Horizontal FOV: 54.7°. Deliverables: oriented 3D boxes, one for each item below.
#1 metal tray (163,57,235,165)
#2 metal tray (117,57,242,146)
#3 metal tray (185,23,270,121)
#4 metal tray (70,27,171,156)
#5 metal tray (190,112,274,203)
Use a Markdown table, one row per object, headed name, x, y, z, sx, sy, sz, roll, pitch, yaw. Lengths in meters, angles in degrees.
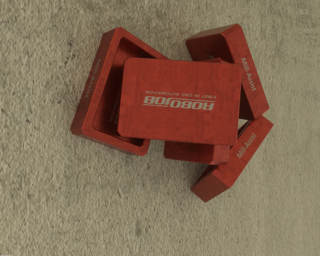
| name | x | y | z | sx | sy | sz | roll | pitch | yaw |
| --- | --- | --- | --- | --- | --- | --- | --- | --- | --- |
| metal tray | 0.050 | -0.020 | 0.408 | 0.030 | 0.090 | 0.129 | 8 | 85 | -40 |
| metal tray | 0.022 | -0.029 | 0.353 | 0.131 | 0.030 | 0.089 | 5 | 86 | 4 |
| metal tray | 0.095 | -0.076 | 0.443 | 0.030 | 0.090 | 0.129 | -35 | 112 | -19 |
| metal tray | -0.041 | -0.040 | 0.370 | 0.090 | 0.030 | 0.130 | 25 | 74 | -37 |
| metal tray | 0.105 | 0.043 | 0.454 | 0.030 | 0.090 | 0.131 | 41 | 60 | 6 |
